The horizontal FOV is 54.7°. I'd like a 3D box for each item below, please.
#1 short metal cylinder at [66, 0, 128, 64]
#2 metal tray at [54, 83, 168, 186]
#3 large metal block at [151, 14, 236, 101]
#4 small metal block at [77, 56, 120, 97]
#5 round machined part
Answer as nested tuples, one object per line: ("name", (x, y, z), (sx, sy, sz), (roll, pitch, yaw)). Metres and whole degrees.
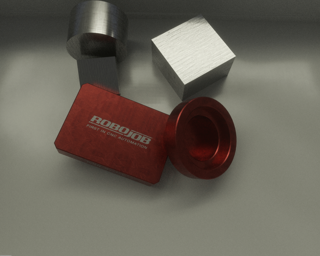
("short metal cylinder", (-0.085, -0.127, 0.426), (0.081, 0.080, 0.050), (0, 70, 0))
("metal tray", (-0.052, 0.009, 0.389), (0.131, 0.030, 0.090), (21, 71, -5))
("large metal block", (0.044, -0.098, 0.433), (0.080, 0.050, 0.080), (-30, 73, -11))
("small metal block", (-0.083, -0.069, 0.423), (0.050, 0.025, 0.050), (-6, 98, -3))
("round machined part", (0.045, 0.013, 0.380), (0.099, 0.042, 0.097), (4, 82, -35))
